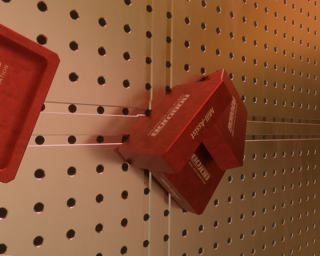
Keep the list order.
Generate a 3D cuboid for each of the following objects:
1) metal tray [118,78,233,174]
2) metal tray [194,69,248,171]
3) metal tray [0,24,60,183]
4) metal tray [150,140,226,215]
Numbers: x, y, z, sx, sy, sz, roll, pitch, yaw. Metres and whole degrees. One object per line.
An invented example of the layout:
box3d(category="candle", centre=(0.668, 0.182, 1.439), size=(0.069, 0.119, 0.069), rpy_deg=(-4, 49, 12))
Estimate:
box3d(category="metal tray", centre=(0.020, -0.006, 0.381), size=(0.130, 0.090, 0.030), rpy_deg=(-50, 119, -28))
box3d(category="metal tray", centre=(0.092, -0.015, 0.449), size=(0.090, 0.030, 0.130), rpy_deg=(54, 36, -27))
box3d(category="metal tray", centre=(-0.156, -0.026, 0.274), size=(0.090, 0.030, 0.130), rpy_deg=(26, 74, -37))
box3d(category="metal tray", centre=(0.038, 0.047, 0.428), size=(0.090, 0.030, 0.130), rpy_deg=(-55, 127, -25))
